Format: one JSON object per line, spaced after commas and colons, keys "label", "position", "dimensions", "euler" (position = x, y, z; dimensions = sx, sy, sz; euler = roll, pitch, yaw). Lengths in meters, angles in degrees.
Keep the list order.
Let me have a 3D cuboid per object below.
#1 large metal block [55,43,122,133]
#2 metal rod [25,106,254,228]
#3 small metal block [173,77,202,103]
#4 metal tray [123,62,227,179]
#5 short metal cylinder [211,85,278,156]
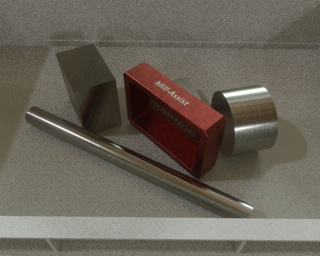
{"label": "large metal block", "position": [-0.093, -0.050, 0.409], "dimensions": [0.050, 0.080, 0.080], "euler": [-21, 53, -17]}
{"label": "metal rod", "position": [-0.039, 0.038, 0.371], "dimensions": [0.301, 0.025, 0.025], "euler": [23, 54, 17]}
{"label": "small metal block", "position": [0.024, -0.042, 0.437], "dimensions": [0.050, 0.025, 0.050], "euler": [-15, 52, -13]}
{"label": "metal tray", "position": [0.012, -0.009, 0.368], "dimensions": [0.030, 0.089, 0.130], "euler": [-36, 59, -27]}
{"label": "short metal cylinder", "position": [0.099, -0.009, 0.376], "dimensions": [0.050, 0.080, 0.080], "euler": [-10, 51, -7]}
